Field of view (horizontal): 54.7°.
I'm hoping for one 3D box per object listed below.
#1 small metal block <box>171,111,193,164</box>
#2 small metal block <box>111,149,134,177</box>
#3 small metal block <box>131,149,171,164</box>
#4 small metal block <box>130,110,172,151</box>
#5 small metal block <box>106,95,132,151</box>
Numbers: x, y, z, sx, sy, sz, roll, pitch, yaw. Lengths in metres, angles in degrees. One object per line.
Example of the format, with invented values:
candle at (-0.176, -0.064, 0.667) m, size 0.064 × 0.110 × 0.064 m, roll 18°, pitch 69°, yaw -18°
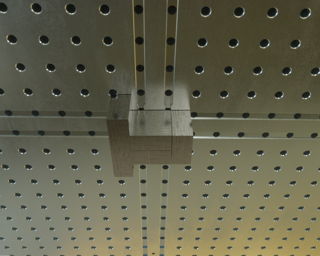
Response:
small metal block at (0.027, 0.012, 0.405) m, size 0.025 × 0.050 × 0.050 m, roll 0°, pitch 130°, yaw 0°
small metal block at (-0.049, 0.031, 0.420) m, size 0.025 × 0.050 × 0.050 m, roll 0°, pitch 130°, yaw 0°
small metal block at (-0.011, 0.022, 0.413) m, size 0.050 × 0.050 × 0.025 m, roll 0°, pitch 130°, yaw -1°
small metal block at (-0.011, 0.002, 0.396) m, size 0.050 × 0.050 × 0.025 m, roll 0°, pitch 130°, yaw -1°
small metal block at (-0.049, -0.007, 0.388) m, size 0.025 × 0.050 × 0.050 m, roll 0°, pitch 130°, yaw 0°
